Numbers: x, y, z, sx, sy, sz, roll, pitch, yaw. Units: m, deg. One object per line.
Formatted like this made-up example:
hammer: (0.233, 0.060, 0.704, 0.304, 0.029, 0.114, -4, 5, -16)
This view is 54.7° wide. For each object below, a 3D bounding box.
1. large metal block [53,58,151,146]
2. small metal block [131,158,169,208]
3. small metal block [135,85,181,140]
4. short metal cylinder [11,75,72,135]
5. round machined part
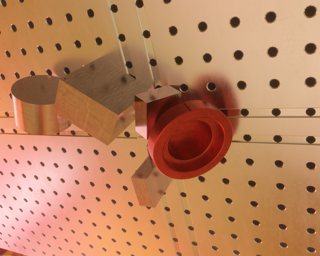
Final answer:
large metal block: (-0.071, -0.036, 0.389, 0.080, 0.080, 0.050, 32, 128, 7)
small metal block: (-0.013, 0.078, 0.449, 0.025, 0.050, 0.050, 0, 119, 28)
small metal block: (-0.002, -0.020, 0.379, 0.025, 0.050, 0.050, 36, 136, 42)
short metal cylinder: (-0.164, -0.034, 0.439, 0.080, 0.080, 0.050, 23, 127, 14)
round machined part: (0.032, 0.010, 0.366, 0.099, 0.042, 0.097, -11, 125, -16)
